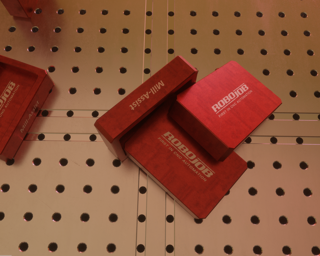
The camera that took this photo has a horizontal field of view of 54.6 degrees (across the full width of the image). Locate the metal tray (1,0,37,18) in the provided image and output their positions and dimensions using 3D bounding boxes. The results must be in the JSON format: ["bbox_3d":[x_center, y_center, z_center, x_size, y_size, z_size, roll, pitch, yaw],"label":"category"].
[{"bbox_3d":[-0.211,-0.235,0.441,0.030,0.130,0.090,9,70,3],"label":"metal tray"}]

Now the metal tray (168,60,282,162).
[{"bbox_3d":[0.086,-0.027,0.393,0.090,0.030,0.131,45,53,14],"label":"metal tray"}]

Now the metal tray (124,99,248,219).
[{"bbox_3d":[0.031,0.038,0.389,0.130,0.030,0.090,42,75,8],"label":"metal tray"}]

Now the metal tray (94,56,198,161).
[{"bbox_3d":[-0.013,-0.021,0.384,0.130,0.090,0.030,-41,75,-13],"label":"metal tray"}]

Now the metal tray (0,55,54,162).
[{"bbox_3d":[-0.216,-0.030,0.418,0.090,0.030,0.130,19,71,7],"label":"metal tray"}]
